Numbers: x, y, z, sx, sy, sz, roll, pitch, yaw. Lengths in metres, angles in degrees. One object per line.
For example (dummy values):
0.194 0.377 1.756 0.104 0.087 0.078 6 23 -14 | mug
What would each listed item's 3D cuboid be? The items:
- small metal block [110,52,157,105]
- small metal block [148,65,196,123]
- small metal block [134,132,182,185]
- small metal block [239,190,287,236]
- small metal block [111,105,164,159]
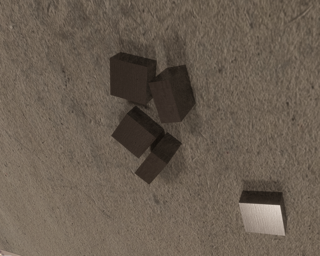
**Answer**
-0.034 -0.062 0.385 0.050 0.025 0.050 17 125 18 | small metal block
0.016 -0.040 0.357 0.025 0.050 0.050 -4 117 30 | small metal block
-0.002 0.040 0.415 0.025 0.050 0.050 39 129 2 | small metal block
0.135 0.110 0.403 0.050 0.025 0.050 -4 117 29 | small metal block
-0.031 0.006 0.426 0.050 0.025 0.050 40 129 0 | small metal block
